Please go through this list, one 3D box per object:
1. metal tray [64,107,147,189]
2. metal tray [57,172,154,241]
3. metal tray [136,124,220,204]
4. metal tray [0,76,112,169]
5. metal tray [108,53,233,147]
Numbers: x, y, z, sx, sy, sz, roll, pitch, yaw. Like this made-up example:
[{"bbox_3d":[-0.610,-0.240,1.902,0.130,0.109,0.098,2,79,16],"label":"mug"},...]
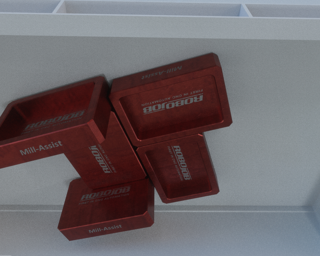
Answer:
[{"bbox_3d":[-0.080,0.026,0.423,0.090,0.030,0.129,-14,129,11],"label":"metal tray"},{"bbox_3d":[-0.075,0.107,0.453,0.131,0.090,0.030,-13,129,10],"label":"metal tray"},{"bbox_3d":[0.029,0.054,0.450,0.090,0.030,0.129,-14,129,11],"label":"metal tray"},{"bbox_3d":[-0.123,-0.008,0.353,0.130,0.090,0.030,-14,129,11],"label":"metal tray"},{"bbox_3d":[0.015,-0.030,0.378,0.131,0.030,0.090,-13,129,10],"label":"metal tray"}]
